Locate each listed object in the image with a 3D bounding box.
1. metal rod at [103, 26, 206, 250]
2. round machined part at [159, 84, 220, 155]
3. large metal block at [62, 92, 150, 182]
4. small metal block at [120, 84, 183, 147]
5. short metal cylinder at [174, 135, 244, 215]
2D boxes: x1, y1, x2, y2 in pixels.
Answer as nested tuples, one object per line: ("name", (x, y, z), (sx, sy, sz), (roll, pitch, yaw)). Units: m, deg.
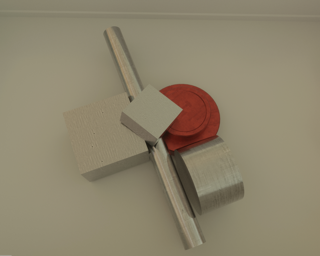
("metal rod", (-0.014, -0.002, 0.386), (0.025, 0.025, 0.299), (-20, 71, -7))
("round machined part", (0.030, -0.015, 0.404), (0.099, 0.042, 0.098), (0, 70, -1))
("large metal block", (-0.065, 0.012, 0.387), (0.081, 0.050, 0.080), (-19, 71, -7))
("small metal block", (-0.010, -0.015, 0.362), (0.050, 0.025, 0.050), (38, 63, 5))
("short metal cylinder", (0.055, 0.054, 0.360), (0.050, 0.080, 0.080), (-20, 72, -7))
